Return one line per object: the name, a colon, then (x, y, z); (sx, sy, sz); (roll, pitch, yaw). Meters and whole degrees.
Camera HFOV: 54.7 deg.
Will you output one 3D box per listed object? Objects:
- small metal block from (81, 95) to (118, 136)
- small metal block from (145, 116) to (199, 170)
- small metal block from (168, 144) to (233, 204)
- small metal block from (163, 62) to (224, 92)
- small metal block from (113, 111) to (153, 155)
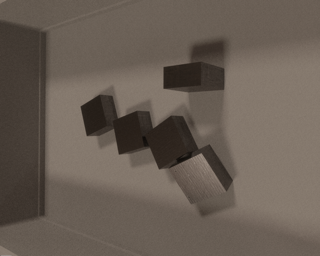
small metal block: (-0.094, -0.019, 0.482); (0.050, 0.025, 0.050); (-23, 75, 37)
small metal block: (0.014, 0.019, 0.393); (0.050, 0.025, 0.050); (-36, 68, 34)
small metal block: (0.046, 0.054, 0.356); (0.050, 0.025, 0.050); (-31, 93, 35)
small metal block: (0.039, -0.057, 0.357); (0.050, 0.050, 0.025); (1, 91, 39)
small metal block: (-0.036, 0.007, 0.435); (0.050, 0.025, 0.050); (-19, 78, 38)
